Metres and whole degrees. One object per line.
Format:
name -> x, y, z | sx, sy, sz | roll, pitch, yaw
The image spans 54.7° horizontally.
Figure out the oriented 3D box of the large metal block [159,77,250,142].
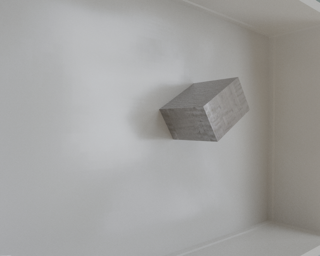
large metal block -> 0.061, -0.025, 0.424 | 0.080, 0.080, 0.050 | -39, 114, -33
